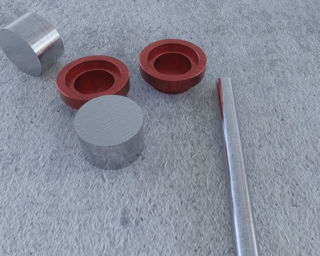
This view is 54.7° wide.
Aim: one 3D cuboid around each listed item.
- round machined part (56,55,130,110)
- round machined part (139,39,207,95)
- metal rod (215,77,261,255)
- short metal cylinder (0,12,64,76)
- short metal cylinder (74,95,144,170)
[{"bbox_3d":[-0.091,-0.057,0.437,0.099,0.042,0.098,0,47,1],"label":"round machined part"},{"bbox_3d":[0.019,-0.088,0.467,0.099,0.042,0.098,0,50,0],"label":"round machined part"},{"bbox_3d":[0.089,0.048,0.363,0.025,0.025,0.300,2,50,1],"label":"metal rod"},{"bbox_3d":[-0.196,-0.127,0.472,0.080,0.080,0.050,23,54,18],"label":"short metal cylinder"},{"bbox_3d":[-0.060,0.005,0.382,0.081,0.050,0.080,0,50,0],"label":"short metal cylinder"}]
